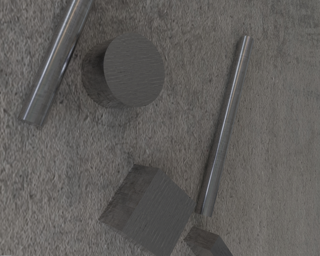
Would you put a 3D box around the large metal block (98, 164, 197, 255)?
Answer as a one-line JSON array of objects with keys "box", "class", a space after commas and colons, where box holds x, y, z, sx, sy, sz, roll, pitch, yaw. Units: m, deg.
[{"box": [-0.013, 0.102, 0.378, 0.080, 0.050, 0.080, 47, 62, -30], "class": "large metal block"}]

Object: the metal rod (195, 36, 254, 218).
[{"box": [0.106, -0.010, 0.492, 0.025, 0.025, 0.299, 27, 73, -37], "class": "metal rod"}]

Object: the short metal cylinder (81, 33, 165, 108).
[{"box": [-0.041, -0.063, 0.353, 0.081, 0.050, 0.080, 0, 90, -40], "class": "short metal cylinder"}]

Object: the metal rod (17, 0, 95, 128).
[{"box": [-0.082, -0.143, 0.335, 0.025, 0.025, 0.299, 28, 73, -37], "class": "metal rod"}]

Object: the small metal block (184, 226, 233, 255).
[{"box": [0.070, 0.174, 0.448, 0.025, 0.050, 0.050, -48, 119, -29], "class": "small metal block"}]
